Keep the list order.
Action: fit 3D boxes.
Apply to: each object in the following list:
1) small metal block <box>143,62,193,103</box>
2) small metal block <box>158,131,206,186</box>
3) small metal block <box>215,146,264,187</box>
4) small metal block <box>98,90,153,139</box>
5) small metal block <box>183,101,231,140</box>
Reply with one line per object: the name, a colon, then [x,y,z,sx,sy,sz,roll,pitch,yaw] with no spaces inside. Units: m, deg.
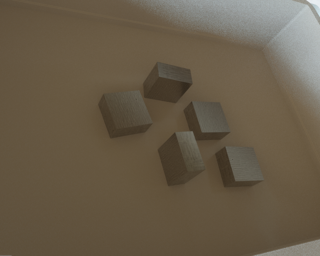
small metal block: [0.010,-0.062,0.432,0.050,0.050,0.025,8,59,-24]
small metal block: [0.025,0.038,0.380,0.025,0.050,0.050,-3,63,-30]
small metal block: [0.110,0.054,0.432,0.050,0.025,0.050,3,60,-27]
small metal block: [-0.044,-0.018,0.393,0.050,0.025,0.050,-10,67,-32]
small metal block: [0.068,-0.010,0.448,0.050,0.025,0.050,0,62,-28]
